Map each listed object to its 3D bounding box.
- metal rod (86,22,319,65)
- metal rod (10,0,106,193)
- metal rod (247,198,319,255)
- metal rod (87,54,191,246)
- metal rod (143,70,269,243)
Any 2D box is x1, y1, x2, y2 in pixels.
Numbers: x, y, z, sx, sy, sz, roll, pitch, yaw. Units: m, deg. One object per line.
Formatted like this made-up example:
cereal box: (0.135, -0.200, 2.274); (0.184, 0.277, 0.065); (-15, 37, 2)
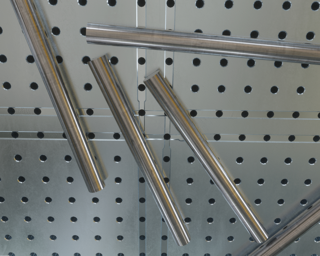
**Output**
metal rod: (0.065, -0.101, 0.376); (0.302, 0.025, 0.025); (5, 110, -3)
metal rod: (-0.130, -0.049, 0.393); (0.025, 0.025, 0.298); (-15, 110, 5)
metal rod: (0.197, 0.164, 0.476); (0.025, 0.025, 0.299); (41, 105, -14)
metal rod: (-0.021, 0.043, 0.429); (0.025, 0.025, 0.299); (-21, 109, 7)
metal rod: (0.072, 0.051, 0.433); (0.025, 0.025, 0.299); (-32, 107, 11)
